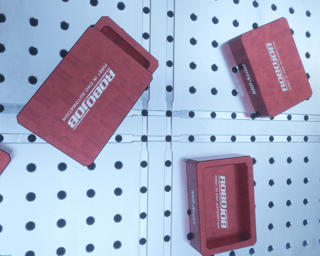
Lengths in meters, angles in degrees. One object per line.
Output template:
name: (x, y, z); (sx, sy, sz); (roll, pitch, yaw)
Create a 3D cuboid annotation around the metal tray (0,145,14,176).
metal tray: (-0.233, 0.060, 0.324); (0.090, 0.030, 0.130); (36, 78, -17)

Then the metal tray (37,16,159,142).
metal tray: (-0.075, -0.059, 0.382); (0.090, 0.030, 0.130); (39, 77, -16)

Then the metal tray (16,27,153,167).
metal tray: (-0.081, -0.034, 0.348); (0.090, 0.030, 0.130); (38, 78, -16)

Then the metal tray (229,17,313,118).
metal tray: (0.170, -0.091, 0.472); (0.091, 0.030, 0.130); (-26, 99, -18)

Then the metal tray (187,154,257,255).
metal tray: (0.089, 0.106, 0.442); (0.091, 0.030, 0.129); (-4, 91, -20)
